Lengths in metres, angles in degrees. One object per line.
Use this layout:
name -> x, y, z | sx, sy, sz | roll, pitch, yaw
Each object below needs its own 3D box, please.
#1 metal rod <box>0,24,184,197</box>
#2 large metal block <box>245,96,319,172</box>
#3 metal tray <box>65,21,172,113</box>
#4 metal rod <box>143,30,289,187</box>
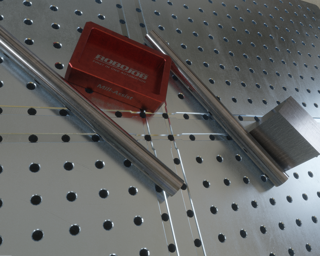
metal rod -> -0.093, -0.024, 0.372 | 0.300, 0.025, 0.025 | 41, 51, -1
large metal block -> 0.187, 0.013, 0.466 | 0.080, 0.080, 0.050 | 47, 51, 4
metal tray -> -0.052, -0.083, 0.427 | 0.131, 0.030, 0.090 | 20, 54, -16
metal rod -> 0.082, -0.033, 0.472 | 0.300, 0.025, 0.025 | 49, 51, 6
